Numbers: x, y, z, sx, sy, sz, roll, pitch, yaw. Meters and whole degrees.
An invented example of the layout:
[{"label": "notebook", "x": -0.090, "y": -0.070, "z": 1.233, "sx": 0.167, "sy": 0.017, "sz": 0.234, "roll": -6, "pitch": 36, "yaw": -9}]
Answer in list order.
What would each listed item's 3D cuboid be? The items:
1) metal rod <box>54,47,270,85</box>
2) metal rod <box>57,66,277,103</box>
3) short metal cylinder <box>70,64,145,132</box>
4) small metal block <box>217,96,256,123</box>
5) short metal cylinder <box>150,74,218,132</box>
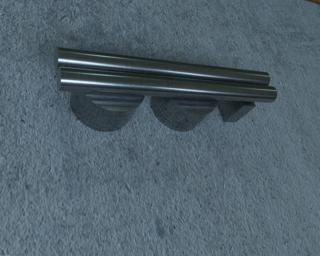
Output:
[{"label": "metal rod", "x": 0.024, "y": -0.073, "z": 0.397, "sx": 0.303, "sy": 0.025, "sz": 0.025, "roll": 0, "pitch": 62, "yaw": -28}, {"label": "metal rod", "x": 0.030, "y": -0.050, "z": 0.387, "sx": 0.303, "sy": 0.025, "sz": 0.025, "roll": 0, "pitch": 62, "yaw": -28}, {"label": "short metal cylinder", "x": -0.064, "y": -0.042, "z": 0.379, "sx": 0.081, "sy": 0.050, "sz": 0.080, "roll": 14, "pitch": 56, "yaw": -21}, {"label": "small metal block", "x": 0.113, "y": -0.042, "z": 0.477, "sx": 0.025, "sy": 0.050, "sz": 0.050, "roll": -1, "pitch": 62, "yaw": -29}, {"label": "short metal cylinder", "x": 0.033, "y": -0.041, "z": 0.432, "sx": 0.081, "sy": 0.050, "sz": 0.080, "roll": 14, "pitch": 56, "yaw": -21}]
